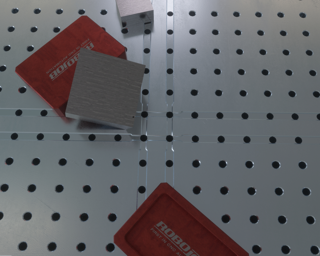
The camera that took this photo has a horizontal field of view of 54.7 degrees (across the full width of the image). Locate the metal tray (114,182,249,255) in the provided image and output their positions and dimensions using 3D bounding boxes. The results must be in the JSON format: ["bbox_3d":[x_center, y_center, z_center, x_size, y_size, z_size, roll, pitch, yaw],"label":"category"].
[{"bbox_3d":[0.023,0.138,0.358,0.130,0.030,0.090,40,74,13],"label":"metal tray"}]

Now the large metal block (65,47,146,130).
[{"bbox_3d":[-0.070,-0.046,0.394,0.081,0.050,0.080,13,82,-15],"label":"large metal block"}]

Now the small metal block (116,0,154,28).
[{"bbox_3d":[-0.040,-0.189,0.481,0.050,0.025,0.050,-14,71,-5],"label":"small metal block"}]

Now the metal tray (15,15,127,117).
[{"bbox_3d":[-0.123,-0.090,0.441,0.090,0.030,0.130,42,75,13],"label":"metal tray"}]
